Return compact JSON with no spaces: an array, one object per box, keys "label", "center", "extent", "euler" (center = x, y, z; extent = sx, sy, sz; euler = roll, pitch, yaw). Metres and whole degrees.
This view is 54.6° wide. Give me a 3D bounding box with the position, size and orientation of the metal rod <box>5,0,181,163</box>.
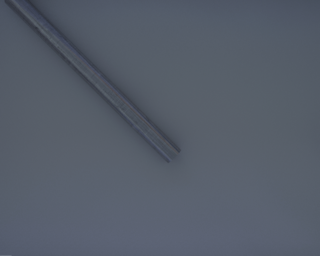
[{"label":"metal rod","center":[-0.088,-0.067,0.410],"extent":[0.300,0.025,0.025],"euler":[45,90,0]}]
